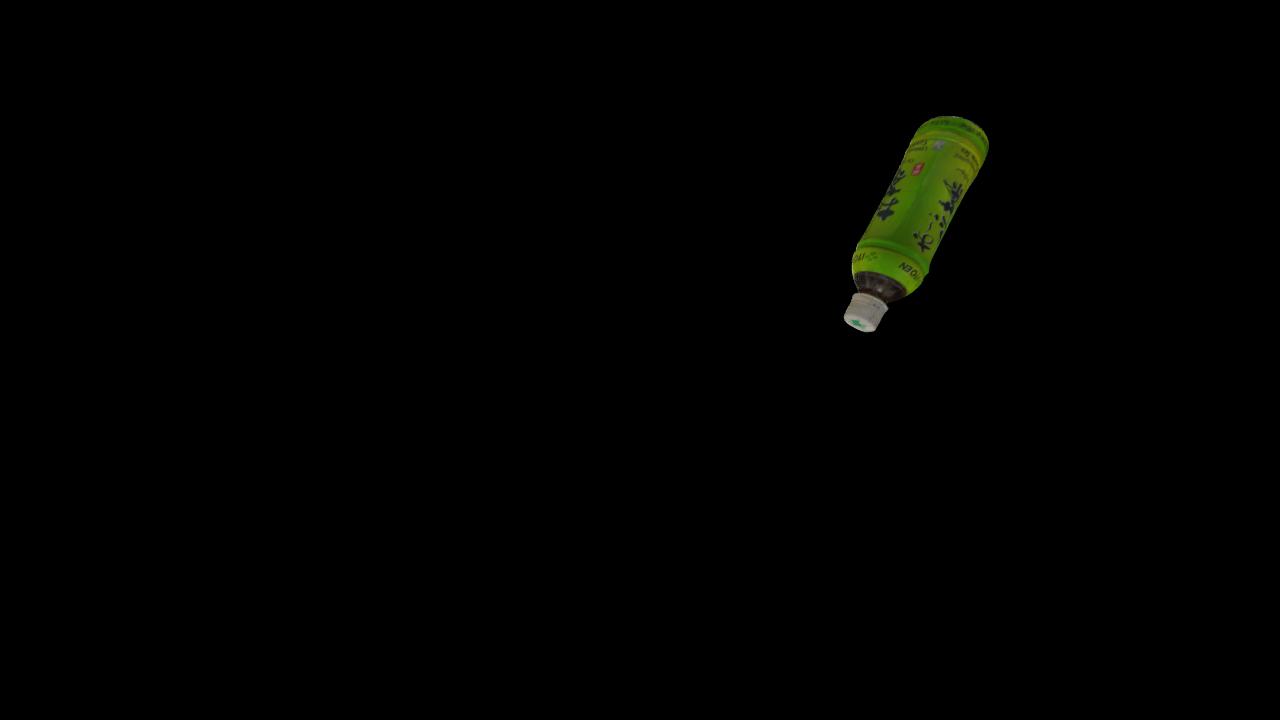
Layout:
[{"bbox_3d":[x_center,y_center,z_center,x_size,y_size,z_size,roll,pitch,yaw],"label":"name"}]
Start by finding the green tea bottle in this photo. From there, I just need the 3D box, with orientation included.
[{"bbox_3d":[0.251,-0.123,0.577,0.073,0.212,0.073,27,-8,4],"label":"green tea bottle"}]
